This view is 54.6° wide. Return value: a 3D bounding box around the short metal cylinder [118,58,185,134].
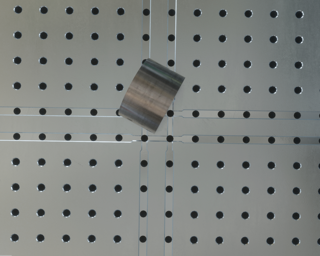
[{"bbox_3d":[-0.010,-0.039,0.386,0.050,0.080,0.080,29,90,0],"label":"short metal cylinder"}]
